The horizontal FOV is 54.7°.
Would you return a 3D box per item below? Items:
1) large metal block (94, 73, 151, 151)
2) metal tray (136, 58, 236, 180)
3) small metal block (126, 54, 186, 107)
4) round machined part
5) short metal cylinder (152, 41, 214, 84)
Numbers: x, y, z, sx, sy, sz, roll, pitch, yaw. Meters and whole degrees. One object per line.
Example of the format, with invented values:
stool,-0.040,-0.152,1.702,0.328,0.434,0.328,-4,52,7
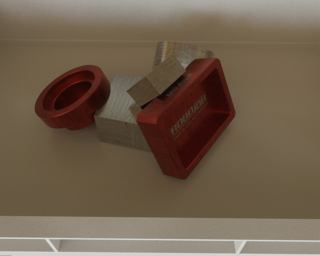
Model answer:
large metal block,-0.029,-0.021,0.404,0.080,0.050,0.080,11,51,9
metal tray,0.038,-0.014,0.372,0.030,0.090,0.131,8,44,43
small metal block,-0.005,-0.055,0.366,0.025,0.050,0.050,51,59,-10
round machined part,-0.108,-0.035,0.405,0.098,0.042,0.098,-16,42,15
short metal cylinder,0.031,-0.085,0.431,0.080,0.080,0.050,13,95,10
